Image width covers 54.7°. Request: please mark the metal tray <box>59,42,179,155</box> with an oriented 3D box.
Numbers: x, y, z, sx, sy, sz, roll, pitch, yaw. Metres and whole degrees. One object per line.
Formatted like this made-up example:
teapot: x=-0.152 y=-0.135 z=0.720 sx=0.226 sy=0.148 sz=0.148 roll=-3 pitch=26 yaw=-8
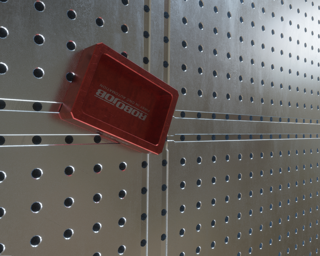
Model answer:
metal tray: x=-0.042 y=-0.030 z=0.372 sx=0.131 sy=0.030 sz=0.090 roll=27 pitch=73 yaw=-37
